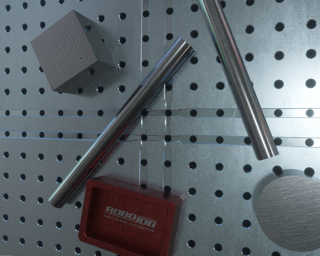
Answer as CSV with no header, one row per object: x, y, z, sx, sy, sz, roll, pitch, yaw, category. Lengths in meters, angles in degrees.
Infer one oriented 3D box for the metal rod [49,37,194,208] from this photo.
-0.061,0.001,0.432,0.025,0.025,0.299,44,103,14,metal rod

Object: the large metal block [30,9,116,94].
-0.123,-0.104,0.441,0.080,0.050,0.080,-29,81,17,large metal block

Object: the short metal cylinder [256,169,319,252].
0.151,0.089,0.346,0.080,0.050,0.079,0,90,19,short metal cylinder

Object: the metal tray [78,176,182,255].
-0.043,0.125,0.423,0.130,0.030,0.089,11,94,19,metal tray

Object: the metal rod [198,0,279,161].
0.080,-0.106,0.383,0.025,0.025,0.299,-21,83,18,metal rod
